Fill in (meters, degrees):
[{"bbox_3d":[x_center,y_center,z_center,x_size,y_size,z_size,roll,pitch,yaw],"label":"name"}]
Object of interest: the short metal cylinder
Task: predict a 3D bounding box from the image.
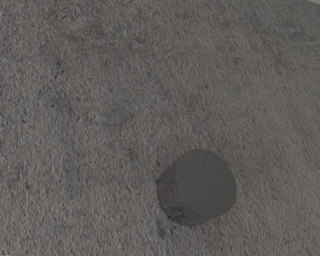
[{"bbox_3d":[0.042,0.071,0.367,0.081,0.050,0.080,13,56,-21],"label":"short metal cylinder"}]
